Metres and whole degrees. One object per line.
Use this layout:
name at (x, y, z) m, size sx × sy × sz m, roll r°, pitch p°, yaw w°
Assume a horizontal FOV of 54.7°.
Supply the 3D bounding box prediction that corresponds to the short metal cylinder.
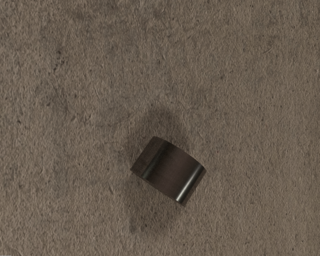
short metal cylinder at (0.010, 0.054, 0.385) m, size 0.080 × 0.080 × 0.050 m, roll 38°, pitch 78°, yaw -17°
